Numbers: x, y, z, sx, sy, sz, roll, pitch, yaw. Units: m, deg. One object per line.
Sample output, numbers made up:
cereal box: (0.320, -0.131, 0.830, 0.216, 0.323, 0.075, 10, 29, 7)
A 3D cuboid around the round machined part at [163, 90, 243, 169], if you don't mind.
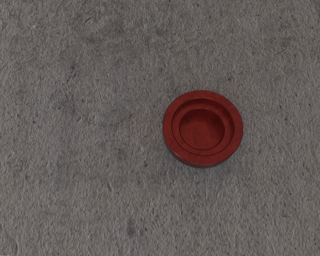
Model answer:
round machined part: (0.053, 0.004, 0.398, 0.099, 0.042, 0.098, 0, 70, 0)
